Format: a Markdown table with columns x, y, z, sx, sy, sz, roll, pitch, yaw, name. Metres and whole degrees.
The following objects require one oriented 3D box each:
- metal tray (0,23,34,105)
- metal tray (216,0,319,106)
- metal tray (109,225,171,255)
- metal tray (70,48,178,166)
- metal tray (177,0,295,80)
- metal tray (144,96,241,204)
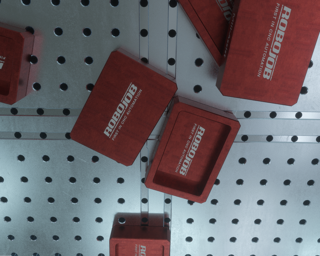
| x | y | z | sx | sy | sz | roll | pitch | yaw | name |
| --- | --- | --- | --- | --- | --- | --- | --- | --- | --- |
| -0.229 | -0.089 | 0.376 | 0.131 | 0.030 | 0.089 | 15 | 109 | -6 | metal tray |
| 0.121 | -0.095 | 0.344 | 0.091 | 0.030 | 0.129 | 8 | 110 | -3 | metal tray |
| -0.032 | 0.218 | 0.490 | 0.090 | 0.030 | 0.129 | 2 | 110 | -1 | metal tray |
| -0.047 | -0.025 | 0.401 | 0.090 | 0.030 | 0.129 | 28 | 108 | -10 | metal tray |
| 0.086 | -0.131 | 0.363 | 0.090 | 0.030 | 0.130 | -33 | 107 | 11 | metal tray |
| 0.041 | 0.032 | 0.422 | 0.090 | 0.030 | 0.129 | 18 | 109 | -7 | metal tray |
